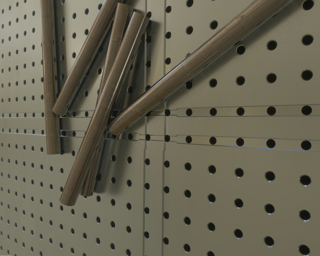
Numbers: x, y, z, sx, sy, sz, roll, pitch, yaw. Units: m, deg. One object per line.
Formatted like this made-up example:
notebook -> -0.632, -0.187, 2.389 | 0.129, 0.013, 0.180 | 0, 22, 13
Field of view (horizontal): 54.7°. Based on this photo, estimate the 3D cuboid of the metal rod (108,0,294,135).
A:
metal rod -> 0.034, -0.072, 0.379 | 0.299, 0.025, 0.025 | -35, 69, 34

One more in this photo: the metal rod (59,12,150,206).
metal rod -> -0.084, -0.021, 0.453 | 0.025, 0.025, 0.298 | 31, 102, 35

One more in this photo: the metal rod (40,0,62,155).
metal rod -> -0.203, -0.101, 0.572 | 0.025, 0.025, 0.298 | -6, 86, 39

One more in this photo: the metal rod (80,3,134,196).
metal rod -> -0.086, -0.036, 0.477 | 0.025, 0.025, 0.298 | 23, 104, 37

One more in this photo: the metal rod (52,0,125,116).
metal rod -> -0.103, -0.140, 0.491 | 0.025, 0.025, 0.298 | 49, 119, 28
